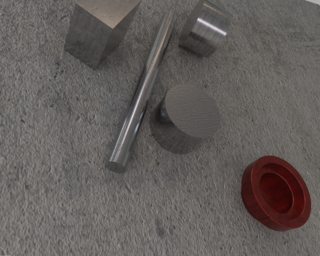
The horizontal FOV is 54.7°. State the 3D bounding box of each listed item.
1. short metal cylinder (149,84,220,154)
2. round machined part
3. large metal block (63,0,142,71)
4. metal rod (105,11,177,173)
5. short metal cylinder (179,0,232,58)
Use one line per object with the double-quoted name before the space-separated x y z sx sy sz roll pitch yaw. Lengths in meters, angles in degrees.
"short metal cylinder" 0.032 -0.011 0.412 0.081 0.050 0.080 14 56 -21
"round machined part" 0.150 0.090 0.419 0.099 0.042 0.098 14 56 -21
"large metal block" -0.076 -0.137 0.411 0.050 0.080 0.080 34 51 -6
"metal rod" -0.017 -0.072 0.438 0.025 0.025 0.300 26 53 -13
"short metal cylinder" 0.072 -0.162 0.506 0.050 0.080 0.080 24 53 -14
